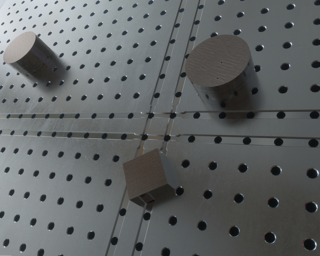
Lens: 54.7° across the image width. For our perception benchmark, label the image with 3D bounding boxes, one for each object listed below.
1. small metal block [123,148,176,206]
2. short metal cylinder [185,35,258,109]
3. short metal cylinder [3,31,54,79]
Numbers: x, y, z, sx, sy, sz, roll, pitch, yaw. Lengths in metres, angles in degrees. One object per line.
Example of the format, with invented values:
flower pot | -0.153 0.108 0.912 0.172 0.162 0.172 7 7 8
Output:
small metal block | -0.014 0.060 0.379 0.050 0.025 0.050 -25 53 12
short metal cylinder | 0.079 -0.071 0.395 0.080 0.050 0.080 -13 56 21
short metal cylinder | -0.263 -0.146 0.620 0.080 0.050 0.080 -13 56 21
